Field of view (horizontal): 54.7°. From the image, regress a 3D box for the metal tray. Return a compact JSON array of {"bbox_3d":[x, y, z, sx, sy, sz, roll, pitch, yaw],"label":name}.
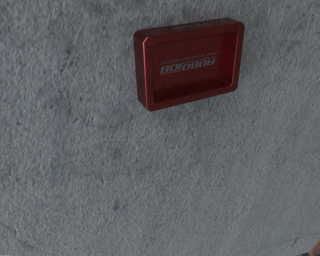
[{"bbox_3d":[0.037,-0.078,0.376,0.131,0.030,0.089,-15,125,-20],"label":"metal tray"}]
